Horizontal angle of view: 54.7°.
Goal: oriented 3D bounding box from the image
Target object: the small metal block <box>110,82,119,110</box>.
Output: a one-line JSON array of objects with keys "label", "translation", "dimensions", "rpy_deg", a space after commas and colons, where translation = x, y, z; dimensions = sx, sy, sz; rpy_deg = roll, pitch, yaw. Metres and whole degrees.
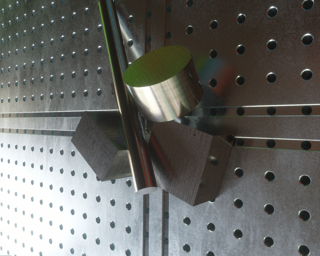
[{"label": "small metal block", "translation": [-0.039, -0.052, 0.440], "dimensions": [0.050, 0.025, 0.050], "rpy_deg": [-30, 72, 35]}]

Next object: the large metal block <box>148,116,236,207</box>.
[{"label": "large metal block", "translation": [0.031, 0.034, 0.365], "dimensions": [0.080, 0.050, 0.079], "rpy_deg": [22, 104, 37]}]

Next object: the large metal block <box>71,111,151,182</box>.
[{"label": "large metal block", "translation": [-0.058, 0.022, 0.419], "dimensions": [0.080, 0.081, 0.050], "rpy_deg": [45, 117, 30]}]

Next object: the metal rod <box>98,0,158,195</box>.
[{"label": "metal rod", "translation": [-0.048, -0.060, 0.408], "dimensions": [0.025, 0.025, 0.299], "rpy_deg": [-34, 57, 34]}]

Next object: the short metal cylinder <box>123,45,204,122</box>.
[{"label": "short metal cylinder", "translation": [0.005, -0.052, 0.359], "dimensions": [0.080, 0.080, 0.050], "rpy_deg": [11, 141, 39]}]
